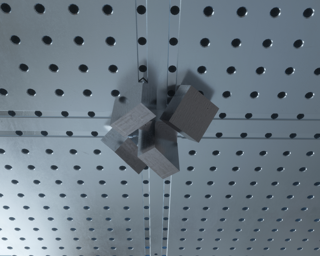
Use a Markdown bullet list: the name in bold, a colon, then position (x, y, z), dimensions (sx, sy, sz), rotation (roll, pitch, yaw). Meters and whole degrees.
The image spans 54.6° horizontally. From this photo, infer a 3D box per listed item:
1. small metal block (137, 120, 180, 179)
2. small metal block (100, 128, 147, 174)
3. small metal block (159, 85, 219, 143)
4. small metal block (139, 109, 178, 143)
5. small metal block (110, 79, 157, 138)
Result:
- **small metal block**: position (-0.001, 0.027, 0.384), dimensions (0.025, 0.050, 0.050), rotation (-30, 125, 22)
- **small metal block**: position (-0.046, 0.030, 0.416), dimensions (0.025, 0.050, 0.050), rotation (-48, 123, -10)
- **small metal block**: position (0.036, -0.018, 0.379), dimensions (0.050, 0.025, 0.050), rotation (35, 82, -26)
- **small metal block**: position (-0.003, 0.002, 0.413), dimensions (0.050, 0.025, 0.050), rotation (-1, 130, -1)
- **small metal block**: position (-0.031, -0.024, 0.374), dimensions (0.050, 0.050, 0.025), rotation (-34, 123, 25)
